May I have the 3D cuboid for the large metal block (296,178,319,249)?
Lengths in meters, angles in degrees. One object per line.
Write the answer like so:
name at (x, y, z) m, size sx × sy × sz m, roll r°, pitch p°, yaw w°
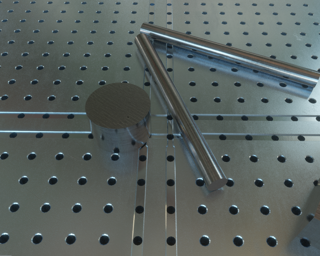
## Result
large metal block at (0.200, 0.091, 0.316) m, size 0.080 × 0.050 × 0.080 m, roll 27°, pitch 55°, yaw 20°

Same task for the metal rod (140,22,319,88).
metal rod at (0.105, -0.125, 0.513) m, size 0.301 × 0.025 × 0.025 m, roll 21°, pitch 53°, yaw 17°

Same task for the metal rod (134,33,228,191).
metal rod at (0.017, -0.044, 0.444) m, size 0.025 × 0.025 × 0.300 m, roll -15°, pitch 52°, yaw -12°

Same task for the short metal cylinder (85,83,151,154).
short metal cylinder at (-0.052, -0.014, 0.402) m, size 0.081 × 0.050 × 0.080 m, roll 0°, pitch 50°, yaw 0°
